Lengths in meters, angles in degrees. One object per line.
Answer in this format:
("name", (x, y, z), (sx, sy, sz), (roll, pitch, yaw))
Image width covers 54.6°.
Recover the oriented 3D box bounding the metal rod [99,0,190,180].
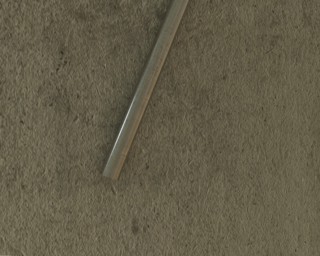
("metal rod", (-0.009, -0.078, 0.405), (0.025, 0.025, 0.299), (24, 82, -19))
